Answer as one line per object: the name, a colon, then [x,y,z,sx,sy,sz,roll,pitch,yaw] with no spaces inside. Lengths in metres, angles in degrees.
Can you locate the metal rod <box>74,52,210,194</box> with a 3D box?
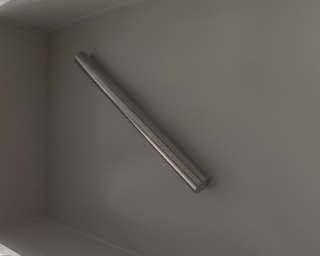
metal rod: [-0.041,-0.024,0.441,0.300,0.025,0.025,46,117,30]
